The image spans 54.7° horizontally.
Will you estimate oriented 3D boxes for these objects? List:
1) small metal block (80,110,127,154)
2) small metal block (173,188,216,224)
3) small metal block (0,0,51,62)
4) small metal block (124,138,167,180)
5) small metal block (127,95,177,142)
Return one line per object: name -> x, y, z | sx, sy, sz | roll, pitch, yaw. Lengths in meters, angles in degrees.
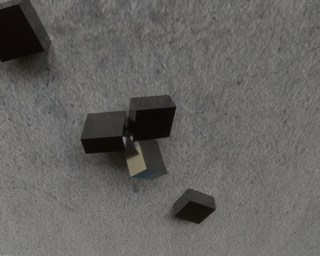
small metal block -> -0.068, 0.005, 0.394 | 0.050, 0.050, 0.025 | -5, 130, 4
small metal block -> 0.057, 0.132, 0.521 | 0.050, 0.025, 0.050 | 23, 126, -19
small metal block -> -0.150, -0.101, 0.319 | 0.050, 0.025, 0.050 | -12, 130, 9
small metal block -> -0.020, 0.040, 0.413 | 0.025, 0.050, 0.050 | -30, 153, 23
small metal block -> -0.012, -0.012, 0.387 | 0.050, 0.025, 0.050 | -7, 133, -21
